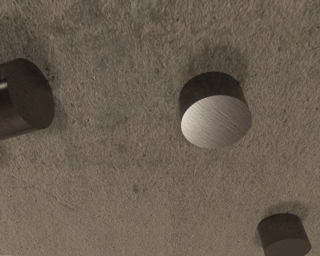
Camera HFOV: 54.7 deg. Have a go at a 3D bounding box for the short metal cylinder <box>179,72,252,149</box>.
[{"bbox_3d":[0.064,-0.021,0.374,0.081,0.050,0.079,0,130,0],"label":"short metal cylinder"}]

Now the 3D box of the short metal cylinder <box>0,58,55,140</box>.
[{"bbox_3d":[-0.162,-0.031,0.342,0.050,0.080,0.080,-14,129,11],"label":"short metal cylinder"}]

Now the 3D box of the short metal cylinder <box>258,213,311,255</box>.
[{"bbox_3d":[0.225,0.200,0.565,0.081,0.050,0.079,0,130,0],"label":"short metal cylinder"}]
